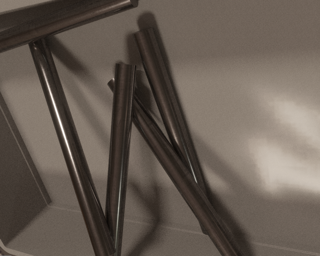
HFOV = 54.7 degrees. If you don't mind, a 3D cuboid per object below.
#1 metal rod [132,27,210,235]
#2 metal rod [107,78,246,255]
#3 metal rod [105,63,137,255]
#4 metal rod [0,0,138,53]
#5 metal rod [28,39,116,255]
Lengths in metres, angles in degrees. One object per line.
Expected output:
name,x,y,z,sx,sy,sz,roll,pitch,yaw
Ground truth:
metal rod,0.027,0.020,0.405,0.025,0.025,0.298,-6,116,31
metal rod,0.026,0.061,0.393,0.025,0.025,0.299,-36,87,38
metal rod,-0.055,0.070,0.394,0.025,0.025,0.298,11,103,22
metal rod,-0.166,-0.122,0.394,0.301,0.025,0.025,-9,114,23
metal rod,-0.117,0.018,0.402,0.025,0.025,0.299,-26,80,36
